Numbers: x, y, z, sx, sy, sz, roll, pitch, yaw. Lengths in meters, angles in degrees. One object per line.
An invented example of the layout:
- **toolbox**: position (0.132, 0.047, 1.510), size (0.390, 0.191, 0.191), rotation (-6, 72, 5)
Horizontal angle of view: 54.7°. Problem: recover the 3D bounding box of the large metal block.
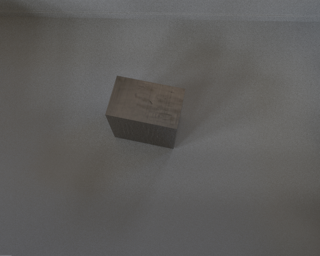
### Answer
- **large metal block**: position (-0.016, -0.016, 0.384), size (0.080, 0.080, 0.050), rotation (12, 71, 4)
